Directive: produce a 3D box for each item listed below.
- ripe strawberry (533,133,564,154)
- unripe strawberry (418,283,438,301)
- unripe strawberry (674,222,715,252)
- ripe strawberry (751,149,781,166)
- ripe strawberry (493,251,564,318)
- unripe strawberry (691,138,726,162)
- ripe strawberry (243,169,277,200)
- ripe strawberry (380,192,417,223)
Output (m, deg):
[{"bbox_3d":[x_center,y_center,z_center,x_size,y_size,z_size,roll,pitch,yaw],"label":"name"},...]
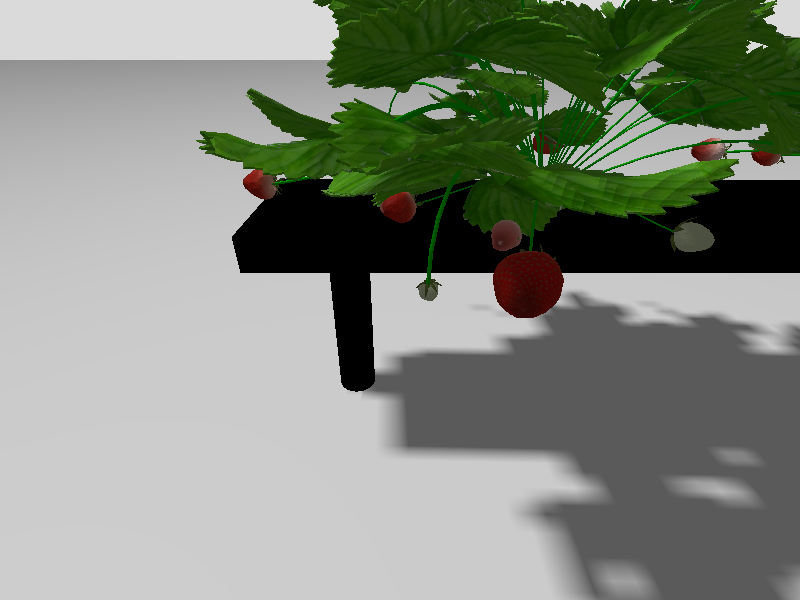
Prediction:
[{"bbox_3d":[0.186,-0.199,0.499,0.039,0.033,0.039,10,33,16],"label":"ripe strawberry"},{"bbox_3d":[0.014,-0.004,0.200,0.011,0.010,0.010,18,37,26],"label":"unripe strawberry"},{"bbox_3d":[0.194,-0.041,0.265,0.022,0.019,0.022,-19,38,-28],"label":"unripe strawberry"},{"bbox_3d":[0.422,-0.169,0.461,0.027,0.027,0.025,24,40,33],"label":"ripe strawberry"},{"bbox_3d":[0.062,-0.005,0.198,0.034,0.036,0.037,11,35,16],"label":"ripe strawberry"},{"bbox_3d":[0.356,-0.173,0.463,0.032,0.027,0.032,18,37,26],"label":"unripe strawberry"},{"bbox_3d":[-0.126,-0.104,0.359,0.029,0.028,0.027,1,33,2],"label":"ripe strawberry"},{"bbox_3d":[-0.002,-0.072,0.309,0.027,0.023,0.027,-12,35,-18],"label":"ripe strawberry"}]
